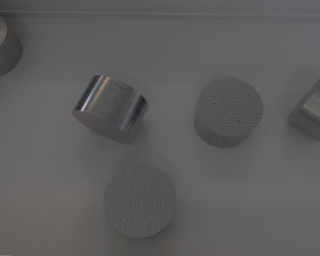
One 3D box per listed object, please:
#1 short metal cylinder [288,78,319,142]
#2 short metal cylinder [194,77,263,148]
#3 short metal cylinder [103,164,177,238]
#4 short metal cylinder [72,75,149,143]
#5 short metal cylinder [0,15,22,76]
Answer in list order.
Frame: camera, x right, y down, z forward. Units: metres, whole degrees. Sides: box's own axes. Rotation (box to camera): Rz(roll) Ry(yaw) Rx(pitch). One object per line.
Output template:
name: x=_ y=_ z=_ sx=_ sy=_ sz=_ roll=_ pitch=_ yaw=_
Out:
short metal cylinder: x=0.209 y=-0.027 z=0.391 sx=0.050 sy=0.080 sz=0.080 roll=38 pitch=74 yaw=12
short metal cylinder: x=0.086 y=-0.019 z=0.404 sx=0.081 sy=0.050 sz=0.080 roll=0 pitch=70 yaw=0
short metal cylinder: x=-0.022 y=0.087 z=0.364 sx=0.081 sy=0.050 sz=0.080 roll=0 pitch=70 yaw=0
short metal cylinder: x=-0.061 y=-0.022 z=0.388 sx=0.080 sy=0.080 sz=0.050 roll=22 pitch=72 yaw=8
short metal cylinder: x=-0.246 y=-0.118 z=0.438 sx=0.081 sy=0.050 sz=0.080 roll=0 pitch=70 yaw=0
